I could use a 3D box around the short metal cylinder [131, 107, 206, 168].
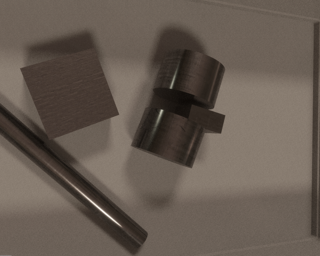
[{"bbox_3d":[0.010,0.013,0.386,0.080,0.080,0.050,23,83,-19],"label":"short metal cylinder"}]

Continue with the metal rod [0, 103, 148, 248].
[{"bbox_3d":[-0.127,0.042,0.364,0.300,0.025,0.025,46,76,-15],"label":"metal rod"}]

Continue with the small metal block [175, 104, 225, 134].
[{"bbox_3d":[0.051,-0.011,0.417,0.050,0.050,0.025,16,85,-20],"label":"small metal block"}]

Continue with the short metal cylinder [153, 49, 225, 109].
[{"bbox_3d":[0.037,-0.060,0.396,0.081,0.080,0.050,19,84,-20],"label":"short metal cylinder"}]

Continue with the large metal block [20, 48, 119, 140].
[{"bbox_3d":[-0.104,-0.038,0.359,0.081,0.050,0.080,-22,98,-19],"label":"large metal block"}]
